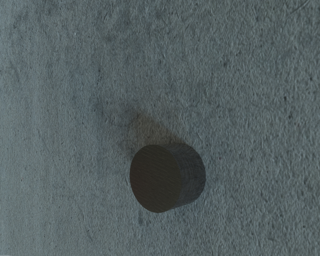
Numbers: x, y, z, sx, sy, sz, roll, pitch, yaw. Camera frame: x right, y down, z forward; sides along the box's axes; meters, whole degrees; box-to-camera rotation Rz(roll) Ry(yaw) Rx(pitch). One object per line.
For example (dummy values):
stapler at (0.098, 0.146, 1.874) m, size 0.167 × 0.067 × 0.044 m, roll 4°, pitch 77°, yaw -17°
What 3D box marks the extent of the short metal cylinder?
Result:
short metal cylinder at (0.009, 0.059, 0.382) m, size 0.080 × 0.050 × 0.080 m, roll 0°, pitch 90°, yaw 40°
